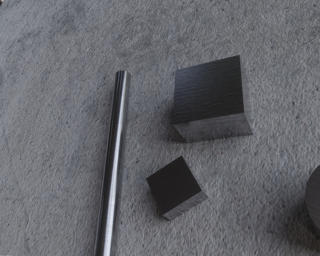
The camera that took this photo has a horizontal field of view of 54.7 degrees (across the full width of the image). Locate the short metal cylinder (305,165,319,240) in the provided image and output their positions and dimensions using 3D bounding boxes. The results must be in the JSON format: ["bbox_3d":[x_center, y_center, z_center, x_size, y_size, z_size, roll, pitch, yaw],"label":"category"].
[{"bbox_3d":[0.167,0.067,0.259,0.080,0.050,0.080,-13,56,21],"label":"short metal cylinder"}]

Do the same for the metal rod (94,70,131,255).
[{"bbox_3d":[-0.060,0.047,0.406,0.025,0.025,0.299,-13,56,21],"label":"metal rod"}]

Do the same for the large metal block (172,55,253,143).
[{"bbox_3d":[0.064,-0.033,0.375,0.080,0.050,0.080,-9,58,23],"label":"large metal block"}]

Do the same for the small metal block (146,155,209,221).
[{"bbox_3d":[0.019,0.068,0.352,0.050,0.025,0.050,-34,51,6],"label":"small metal block"}]
